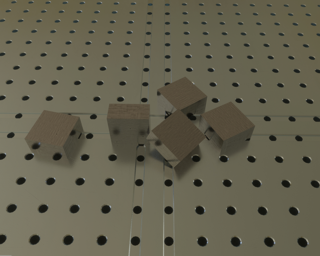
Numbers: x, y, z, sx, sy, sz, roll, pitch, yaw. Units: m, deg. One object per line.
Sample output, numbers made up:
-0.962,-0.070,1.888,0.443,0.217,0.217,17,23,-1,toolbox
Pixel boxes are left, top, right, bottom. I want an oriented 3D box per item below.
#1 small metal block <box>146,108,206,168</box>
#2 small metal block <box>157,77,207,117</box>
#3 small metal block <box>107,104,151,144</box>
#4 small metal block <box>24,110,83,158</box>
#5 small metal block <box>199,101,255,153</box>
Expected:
0.020,0.012,0.387,0.050,0.025,0.050,47,61,6,small metal block
0.031,-0.041,0.443,0.050,0.025,0.050,-28,56,-22,small metal block
-0.038,-0.004,0.395,0.050,0.050,0.025,1,50,1,small metal block
-0.135,0.007,0.400,0.050,0.025,0.050,11,51,8,small metal block
0.087,-0.002,0.411,0.050,0.025,0.050,-23,54,-19,small metal block
